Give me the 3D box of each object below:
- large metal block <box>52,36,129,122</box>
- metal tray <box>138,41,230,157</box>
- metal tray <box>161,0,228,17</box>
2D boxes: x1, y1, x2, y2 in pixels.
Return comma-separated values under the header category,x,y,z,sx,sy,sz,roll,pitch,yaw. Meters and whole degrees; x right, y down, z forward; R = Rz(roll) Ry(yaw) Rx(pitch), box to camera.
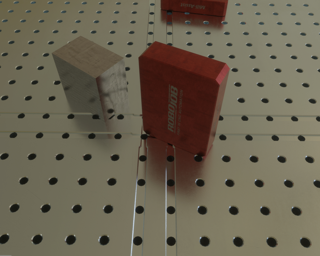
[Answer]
category,x,y,z,sx,sy,sz,roll,pitch,yaw
large metal block,-0.093,-0.068,0.428,0.080,0.080,0.050,31,57,23
metal tray,0.024,-0.029,0.364,0.090,0.129,0.030,22,54,17
metal tray,0.074,-0.271,0.632,0.131,0.030,0.090,9,51,7
